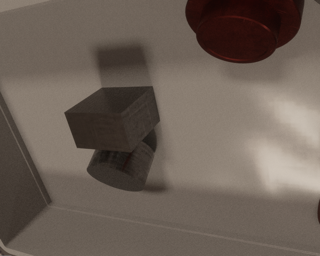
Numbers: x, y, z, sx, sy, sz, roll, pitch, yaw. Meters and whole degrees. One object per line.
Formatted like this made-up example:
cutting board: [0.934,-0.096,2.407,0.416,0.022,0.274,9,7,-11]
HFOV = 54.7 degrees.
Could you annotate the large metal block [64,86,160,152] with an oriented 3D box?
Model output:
large metal block: [-0.057,-0.014,0.393,0.080,0.080,0.050,2,119,27]

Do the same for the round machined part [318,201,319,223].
round machined part: [0.199,0.063,0.296,0.042,0.098,0.097,27,128,11]

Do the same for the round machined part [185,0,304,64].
round machined part: [0.070,-0.092,0.270,0.098,0.042,0.098,15,164,5]

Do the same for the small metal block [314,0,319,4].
small metal block: [0.133,-0.117,0.248,0.050,0.050,0.025,38,118,2]

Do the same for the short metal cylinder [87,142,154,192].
short metal cylinder: [-0.053,0.048,0.429,0.080,0.050,0.080,14,151,8]
